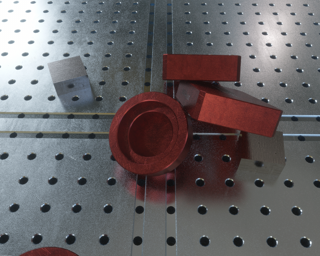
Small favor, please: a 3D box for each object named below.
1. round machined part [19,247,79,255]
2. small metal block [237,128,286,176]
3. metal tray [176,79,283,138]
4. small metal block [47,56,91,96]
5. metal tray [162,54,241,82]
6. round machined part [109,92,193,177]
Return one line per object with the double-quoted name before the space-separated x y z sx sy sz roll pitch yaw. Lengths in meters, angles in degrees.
"round machined part" -0.099 0.157 0.263 0.099 0.042 0.098 0 50 0
"small metal block" 0.125 0.028 0.385 0.050 0.025 0.050 8 50 6
"metal tray" 0.074 -0.030 0.372 0.091 0.030 0.130 13 14 -9
"small metal block" -0.140 -0.081 0.475 0.050 0.025 0.050 -18 52 -15
"metal tray" 0.050 -0.079 0.420 0.091 0.030 0.130 1 9 1
"round machined part" -0.008 0.009 0.370 0.098 0.042 0.098 -6 73 20
